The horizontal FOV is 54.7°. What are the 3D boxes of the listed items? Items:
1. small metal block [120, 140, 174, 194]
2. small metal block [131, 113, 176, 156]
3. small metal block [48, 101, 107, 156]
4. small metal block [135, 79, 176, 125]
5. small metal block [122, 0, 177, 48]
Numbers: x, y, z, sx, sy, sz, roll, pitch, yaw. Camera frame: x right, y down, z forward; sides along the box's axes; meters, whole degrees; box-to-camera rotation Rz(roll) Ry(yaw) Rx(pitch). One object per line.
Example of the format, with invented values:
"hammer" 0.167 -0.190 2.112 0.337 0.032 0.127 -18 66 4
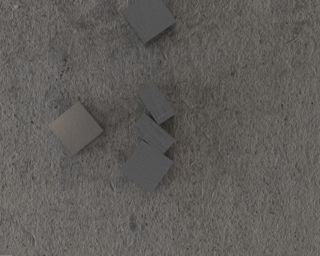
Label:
"small metal block" -0.017 0.050 0.410 0.050 0.025 0.050 35 90 0
"small metal block" -0.008 0.007 0.397 0.050 0.050 0.025 41 90 0
"small metal block" -0.108 0.000 0.409 0.050 0.025 0.050 -40 90 0
"small metal block" -0.005 -0.031 0.397 0.025 0.050 0.050 -34 90 0
"small metal block" -0.014 -0.143 0.410 0.050 0.025 0.050 -35 90 0
